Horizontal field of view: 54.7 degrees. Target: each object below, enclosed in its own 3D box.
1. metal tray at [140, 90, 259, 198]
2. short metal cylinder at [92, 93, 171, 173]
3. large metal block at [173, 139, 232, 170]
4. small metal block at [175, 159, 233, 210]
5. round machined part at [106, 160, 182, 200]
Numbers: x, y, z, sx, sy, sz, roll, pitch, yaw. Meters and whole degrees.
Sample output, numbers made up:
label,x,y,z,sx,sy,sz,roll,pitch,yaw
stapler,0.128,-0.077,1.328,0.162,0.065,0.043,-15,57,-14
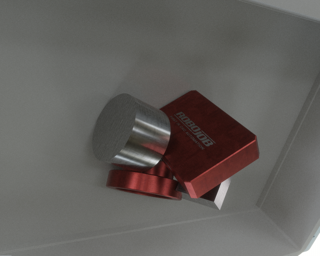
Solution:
label,x,y,z,sx,sy,sz,roll,pitch,yaw
metal tray,0.041,0.012,0.369,0.090,0.130,0.030,-31,130,-9
short metal cylinder,-0.034,0.007,0.358,0.050,0.080,0.080,25,105,-37
large metal block,0.058,0.027,0.431,0.081,0.050,0.079,-14,129,-21
small metal block,0.054,0.065,0.374,0.050,0.050,0.025,-62,142,-24
round machined part,-0.017,0.065,0.404,0.099,0.098,0.042,22,71,-37
